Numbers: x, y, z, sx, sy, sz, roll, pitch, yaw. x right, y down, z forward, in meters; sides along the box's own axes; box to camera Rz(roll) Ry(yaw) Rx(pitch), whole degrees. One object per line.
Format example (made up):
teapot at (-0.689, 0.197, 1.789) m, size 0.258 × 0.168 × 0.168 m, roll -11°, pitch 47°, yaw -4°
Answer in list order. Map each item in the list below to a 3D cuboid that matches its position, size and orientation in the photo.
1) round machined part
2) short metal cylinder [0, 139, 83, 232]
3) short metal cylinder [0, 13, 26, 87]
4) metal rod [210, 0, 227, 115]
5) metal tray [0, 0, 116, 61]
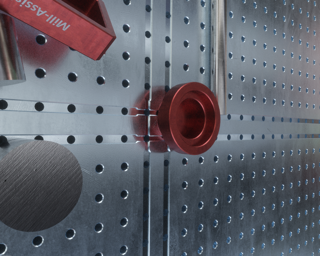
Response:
round machined part at (0.036, -0.013, 0.428) m, size 0.099 × 0.042 × 0.097 m, roll 0°, pitch 90°, yaw -40°
short metal cylinder at (-0.121, 0.051, 0.291) m, size 0.081 × 0.050 × 0.080 m, roll 0°, pitch 90°, yaw -40°
short metal cylinder at (-0.154, -0.057, 0.244) m, size 0.081 × 0.080 × 0.050 m, roll -14°, pitch 99°, yaw -39°
metal rod at (0.092, -0.170, 0.485) m, size 0.025 × 0.025 × 0.298 m, roll 0°, pitch 90°, yaw -40°
metal tray at (-0.107, -0.123, 0.280) m, size 0.131 × 0.030 × 0.090 m, roll 24°, pitch 30°, yaw -37°
